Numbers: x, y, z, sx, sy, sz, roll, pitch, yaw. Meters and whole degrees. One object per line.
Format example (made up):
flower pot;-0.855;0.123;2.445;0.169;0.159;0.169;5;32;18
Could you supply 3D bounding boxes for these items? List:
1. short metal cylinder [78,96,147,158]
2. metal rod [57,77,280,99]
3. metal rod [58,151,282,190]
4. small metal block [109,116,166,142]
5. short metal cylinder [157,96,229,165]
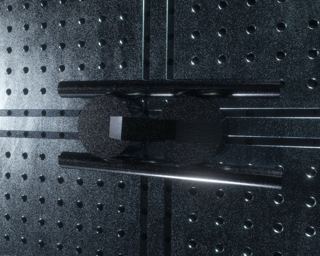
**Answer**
short metal cylinder;-0.062;-0.002;0.418;0.080;0.050;0.079;0;90;20
metal rod;-0.002;-0.052;0.410;0.301;0.025;0.025;2;91;19
metal rod;-0.001;0.053;0.409;0.301;0.025;0.025;3;91;19
small metal block;-0.027;0.001;0.356;0.050;0.050;0.025;3;91;-23
short metal cylinder;0.041;0.003;0.381;0.080;0.050;0.079;0;90;20
